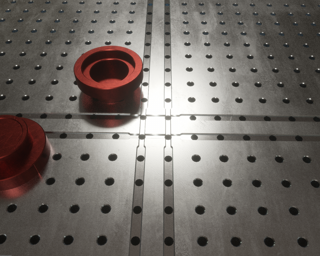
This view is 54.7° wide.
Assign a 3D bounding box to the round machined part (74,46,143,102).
[{"bbox_3d":[-0.074,-0.076,0.460,0.099,0.042,0.098,0,50,0],"label":"round machined part"}]

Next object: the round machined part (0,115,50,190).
[{"bbox_3d":[-0.189,0.022,0.375,0.099,0.042,0.098,0,50,0],"label":"round machined part"}]
